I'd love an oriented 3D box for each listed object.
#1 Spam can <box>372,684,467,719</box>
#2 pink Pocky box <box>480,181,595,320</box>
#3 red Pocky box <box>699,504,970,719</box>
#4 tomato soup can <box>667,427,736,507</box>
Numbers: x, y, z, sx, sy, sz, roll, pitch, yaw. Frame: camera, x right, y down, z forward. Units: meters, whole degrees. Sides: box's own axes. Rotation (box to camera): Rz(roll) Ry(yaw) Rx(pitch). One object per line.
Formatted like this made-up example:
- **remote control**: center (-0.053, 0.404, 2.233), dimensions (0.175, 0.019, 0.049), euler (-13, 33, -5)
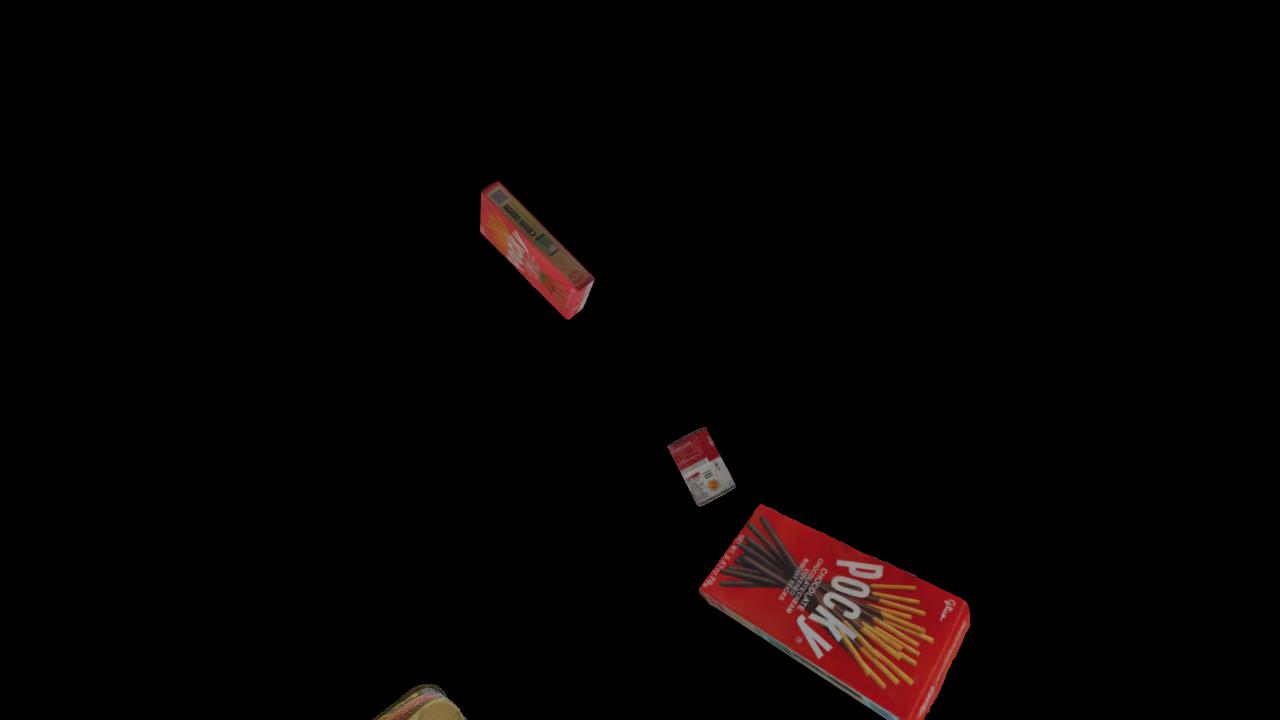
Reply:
- **Spam can**: center (-0.166, 0.276, 0.417), dimensions (0.101, 0.058, 0.085), euler (-32, -5, -32)
- **pink Pocky box**: center (-0.120, -0.121, 0.695), dimensions (0.029, 0.155, 0.084), euler (-43, -3, -24)
- **red Pocky box**: center (0.123, 0.161, 0.408), dimensions (0.155, 0.028, 0.083), euler (18, 55, 43)
- **tomato soup can**: center (0.093, 0.160, 0.924), dimensions (0.068, 0.101, 0.068), euler (-26, -12, -6)
